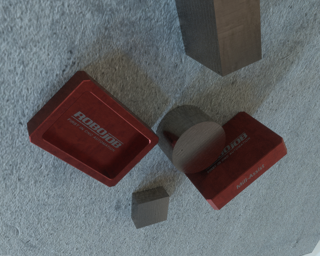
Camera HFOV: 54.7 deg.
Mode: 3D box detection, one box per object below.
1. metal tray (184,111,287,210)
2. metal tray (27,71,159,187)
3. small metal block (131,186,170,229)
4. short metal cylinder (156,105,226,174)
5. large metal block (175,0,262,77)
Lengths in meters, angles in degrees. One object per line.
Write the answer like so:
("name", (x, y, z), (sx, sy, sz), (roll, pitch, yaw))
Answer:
("metal tray", (0.101, 0.043, 0.446), (0.130, 0.090, 0.030), (-39, 129, -2))
("metal tray", (-0.074, 0.007, 0.367), (0.090, 0.030, 0.130), (-45, 129, 3))
("small metal block", (-0.015, 0.121, 0.474), (0.050, 0.025, 0.050), (-10, 123, -24))
("short metal cylinder", (0.041, 0.015, 0.423), (0.081, 0.050, 0.079), (-14, 124, -21))
("large metal block", (0.062, -0.113, 0.335), (0.050, 0.080, 0.080), (-26, 128, -12))
